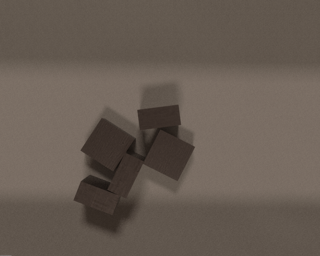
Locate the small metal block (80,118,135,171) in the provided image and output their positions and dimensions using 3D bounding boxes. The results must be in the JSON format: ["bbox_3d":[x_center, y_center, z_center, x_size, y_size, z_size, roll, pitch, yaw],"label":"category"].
[{"bbox_3d":[-0.068,0.022,0.411,0.050,0.025,0.050,33,90,-1],"label":"small metal block"}]

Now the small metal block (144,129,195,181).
[{"bbox_3d":[0.012,0.035,0.412,0.050,0.025,0.050,27,90,-1],"label":"small metal block"}]

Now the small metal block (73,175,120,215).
[{"bbox_3d":[-0.076,0.084,0.398,0.050,0.050,0.025,21,90,-1],"label":"small metal block"}]

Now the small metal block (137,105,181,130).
[{"bbox_3d":[-0.001,-0.013,0.399,0.050,0.050,0.025,-7,90,0],"label":"small metal block"}]

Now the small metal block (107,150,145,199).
[{"bbox_3d":[-0.041,0.057,0.398,0.025,0.050,0.050,26,90,0],"label":"small metal block"}]
